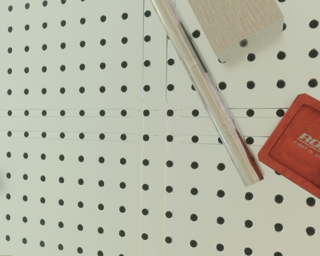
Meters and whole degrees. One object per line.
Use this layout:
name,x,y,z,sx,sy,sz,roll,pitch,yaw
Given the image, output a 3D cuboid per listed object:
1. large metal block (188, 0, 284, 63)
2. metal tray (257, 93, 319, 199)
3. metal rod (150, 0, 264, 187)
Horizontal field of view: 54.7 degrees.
large metal block,0.089,-0.136,0.368,0.080,0.050,0.080,-27,81,18
metal tray,0.189,0.032,0.343,0.130,0.030,0.090,34,101,16
metal rod,0.050,-0.068,0.394,0.025,0.025,0.299,-28,81,18
